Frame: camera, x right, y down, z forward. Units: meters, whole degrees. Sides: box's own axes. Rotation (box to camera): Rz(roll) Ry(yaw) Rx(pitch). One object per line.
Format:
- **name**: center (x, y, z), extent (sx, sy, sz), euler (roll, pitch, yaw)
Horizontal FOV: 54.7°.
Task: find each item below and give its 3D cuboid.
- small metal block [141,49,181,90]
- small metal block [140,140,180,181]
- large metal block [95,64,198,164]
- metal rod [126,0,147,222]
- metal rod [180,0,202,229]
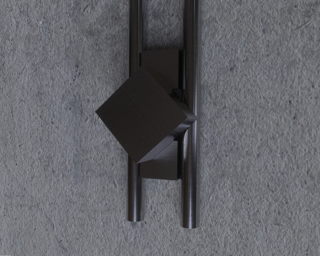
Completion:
- **small metal block**: center (0.004, -0.075, 0.407), extent (0.050, 0.025, 0.050), euler (1, 90, 19)
- **small metal block**: center (0.002, 0.041, 0.407), extent (0.050, 0.025, 0.050), euler (1, 90, 19)
- **large metal block**: center (-0.015, -0.015, 0.373), extent (0.080, 0.050, 0.080), euler (-43, 77, 15)
- **metal rod**: center (-0.032, -0.025, 0.421), extent (0.025, 0.025, 0.298), euler (1, 90, 19)
- **metal rod**: center (0.040, -0.024, 0.396), extent (0.025, 0.025, 0.298), euler (1, 90, 19)
